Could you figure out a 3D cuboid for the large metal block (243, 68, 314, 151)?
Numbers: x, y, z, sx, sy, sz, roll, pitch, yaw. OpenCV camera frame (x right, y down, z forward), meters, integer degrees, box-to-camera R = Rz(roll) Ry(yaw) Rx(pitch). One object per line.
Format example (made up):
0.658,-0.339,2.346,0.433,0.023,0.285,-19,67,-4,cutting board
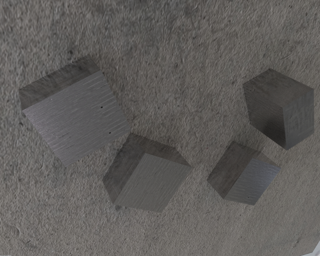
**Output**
0.171,-0.028,0.447,0.050,0.080,0.080,-31,129,-9,large metal block

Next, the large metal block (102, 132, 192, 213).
-0.018,0.062,0.419,0.080,0.050,0.080,22,107,-36,large metal block

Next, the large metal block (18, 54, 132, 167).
-0.089,-0.019,0.331,0.080,0.050,0.080,-30,129,-9,large metal block

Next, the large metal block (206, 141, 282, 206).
0.139,0.076,0.513,0.080,0.050,0.080,20,108,-36,large metal block

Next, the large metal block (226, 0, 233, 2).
0.026,-0.163,0.285,0.081,0.080,0.050,11,113,-33,large metal block
